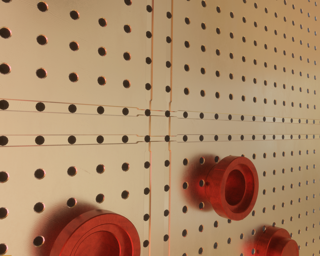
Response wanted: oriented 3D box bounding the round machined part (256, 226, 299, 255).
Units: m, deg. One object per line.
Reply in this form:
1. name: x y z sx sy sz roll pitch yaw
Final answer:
1. round machined part: 0.228 0.240 0.588 0.099 0.042 0.097 0 90 -40

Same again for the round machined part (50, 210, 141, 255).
1. round machined part: -0.073 0.138 0.337 0.099 0.042 0.097 0 90 -40

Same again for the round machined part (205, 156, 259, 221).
1. round machined part: 0.110 0.092 0.489 0.099 0.042 0.097 0 90 -40
